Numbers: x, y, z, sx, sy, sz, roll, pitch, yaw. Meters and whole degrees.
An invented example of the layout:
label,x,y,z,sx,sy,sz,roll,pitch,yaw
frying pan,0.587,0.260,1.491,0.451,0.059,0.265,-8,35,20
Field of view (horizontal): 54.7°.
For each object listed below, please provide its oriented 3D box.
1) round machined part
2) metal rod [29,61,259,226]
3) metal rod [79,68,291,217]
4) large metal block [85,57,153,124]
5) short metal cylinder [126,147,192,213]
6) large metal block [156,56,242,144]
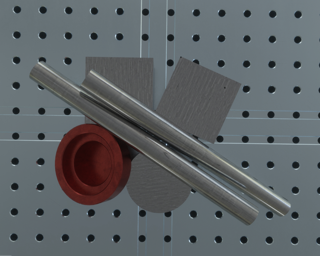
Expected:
label,x,y,z,sx,sy,sz,roll,pitch,yaw
round machined part,-0.079,0.044,0.389,0.098,0.042,0.097,-1,86,23
metal rod,-0.017,0.018,0.358,0.301,0.025,0.025,34,90,-1
metal rod,0.042,0.026,0.373,0.301,0.025,0.025,33,90,-15
large metal block,-0.049,-0.045,0.393,0.081,0.050,0.079,1,90,0
short metal cylinder,-0.001,0.062,0.396,0.081,0.050,0.079,0,90,0
large metal block,0.045,-0.034,0.396,0.080,0.050,0.080,24,90,0
